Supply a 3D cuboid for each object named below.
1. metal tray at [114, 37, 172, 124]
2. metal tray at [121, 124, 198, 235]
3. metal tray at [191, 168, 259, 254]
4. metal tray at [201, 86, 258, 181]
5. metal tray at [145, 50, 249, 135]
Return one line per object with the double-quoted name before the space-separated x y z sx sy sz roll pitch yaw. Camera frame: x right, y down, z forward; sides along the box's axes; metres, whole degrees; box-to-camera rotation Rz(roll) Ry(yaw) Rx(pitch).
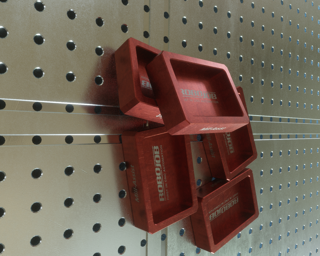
"metal tray" 0.008 -0.050 0.391 0.131 0.030 0.090 14 56 -39
"metal tray" 0.003 0.061 0.410 0.091 0.030 0.129 -13 99 -39
"metal tray" 0.106 0.126 0.497 0.131 0.030 0.089 -20 103 -38
"metal tray" 0.109 0.007 0.499 0.091 0.030 0.129 -28 108 -37
"metal tray" 0.050 -0.040 0.379 0.131 0.030 0.090 -2 67 -46
